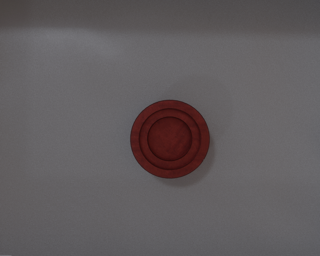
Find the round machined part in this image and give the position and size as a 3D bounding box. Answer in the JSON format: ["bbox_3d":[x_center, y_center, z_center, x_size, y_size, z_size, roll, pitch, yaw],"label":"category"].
[{"bbox_3d":[0.013,0.014,0.403,0.099,0.042,0.097,0,90,0],"label":"round machined part"}]
